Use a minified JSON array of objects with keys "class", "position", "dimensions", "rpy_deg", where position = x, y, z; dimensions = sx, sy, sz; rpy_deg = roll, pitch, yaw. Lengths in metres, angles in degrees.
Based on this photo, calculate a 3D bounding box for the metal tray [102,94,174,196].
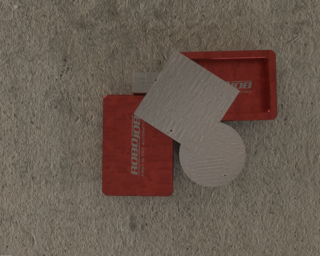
[{"class":"metal tray","position":[-0.028,0.022,0.409],"dimensions":[0.091,0.030,0.129],"rpy_deg":[1,90,0]}]

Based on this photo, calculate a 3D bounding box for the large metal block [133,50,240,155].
[{"class":"large metal block","position":[0.028,-0.027,0.347],"dimensions":[0.080,0.050,0.080],"rpy_deg":[33,90,0]}]

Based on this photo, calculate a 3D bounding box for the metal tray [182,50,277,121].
[{"class":"metal tray","position":[0.084,-0.054,0.409],"dimensions":[0.131,0.030,0.089],"rpy_deg":[-2,90,0]}]

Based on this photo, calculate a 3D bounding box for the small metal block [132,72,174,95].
[{"class":"small metal block","position":[-0.009,-0.055,0.399],"dimensions":[0.050,0.050,0.025],"rpy_deg":[1,90,0]}]

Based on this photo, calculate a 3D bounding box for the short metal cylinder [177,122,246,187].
[{"class":"short metal cylinder","position":[0.064,0.032,0.399],"dimensions":[0.080,0.050,0.080],"rpy_deg":[0,90,0]}]
